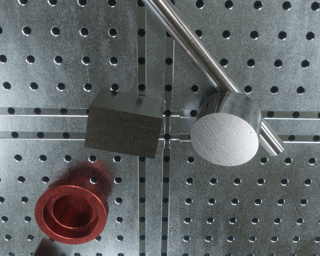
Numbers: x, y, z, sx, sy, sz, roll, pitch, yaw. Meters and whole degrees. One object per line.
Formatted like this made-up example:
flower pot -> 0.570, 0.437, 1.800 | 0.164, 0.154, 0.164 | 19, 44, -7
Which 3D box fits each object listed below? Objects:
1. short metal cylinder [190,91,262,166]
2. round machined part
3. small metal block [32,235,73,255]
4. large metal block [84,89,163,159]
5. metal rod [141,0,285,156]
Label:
short metal cylinder -> 0.083, 0.001, 0.386 | 0.080, 0.050, 0.079 | 12, 129, 15
round machined part -> -0.123, 0.114, 0.445 | 0.099, 0.042, 0.097 | 0, 110, -1
small metal block -> -0.167, 0.198, 0.471 | 0.050, 0.050, 0.025 | 32, 107, -12
large metal block -> -0.041, -0.008, 0.381 | 0.081, 0.080, 0.050 | 10, 110, -4
metal rod -> 0.062, -0.076, 0.386 | 0.025, 0.025, 0.300 | -39, 106, 13
